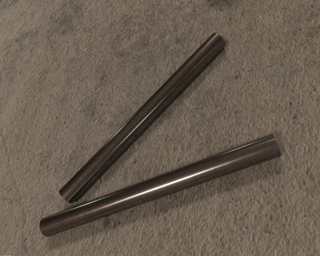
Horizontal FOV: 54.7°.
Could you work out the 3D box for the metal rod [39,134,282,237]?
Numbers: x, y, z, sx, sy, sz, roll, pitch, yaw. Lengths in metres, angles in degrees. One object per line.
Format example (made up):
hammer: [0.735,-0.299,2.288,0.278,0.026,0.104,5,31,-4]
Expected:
metal rod: [-0.012,0.073,0.363,0.301,0.025,0.025,-22,54,14]

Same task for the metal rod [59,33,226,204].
metal rod: [-0.021,-0.016,0.423,0.300,0.025,0.025,-46,51,-5]
